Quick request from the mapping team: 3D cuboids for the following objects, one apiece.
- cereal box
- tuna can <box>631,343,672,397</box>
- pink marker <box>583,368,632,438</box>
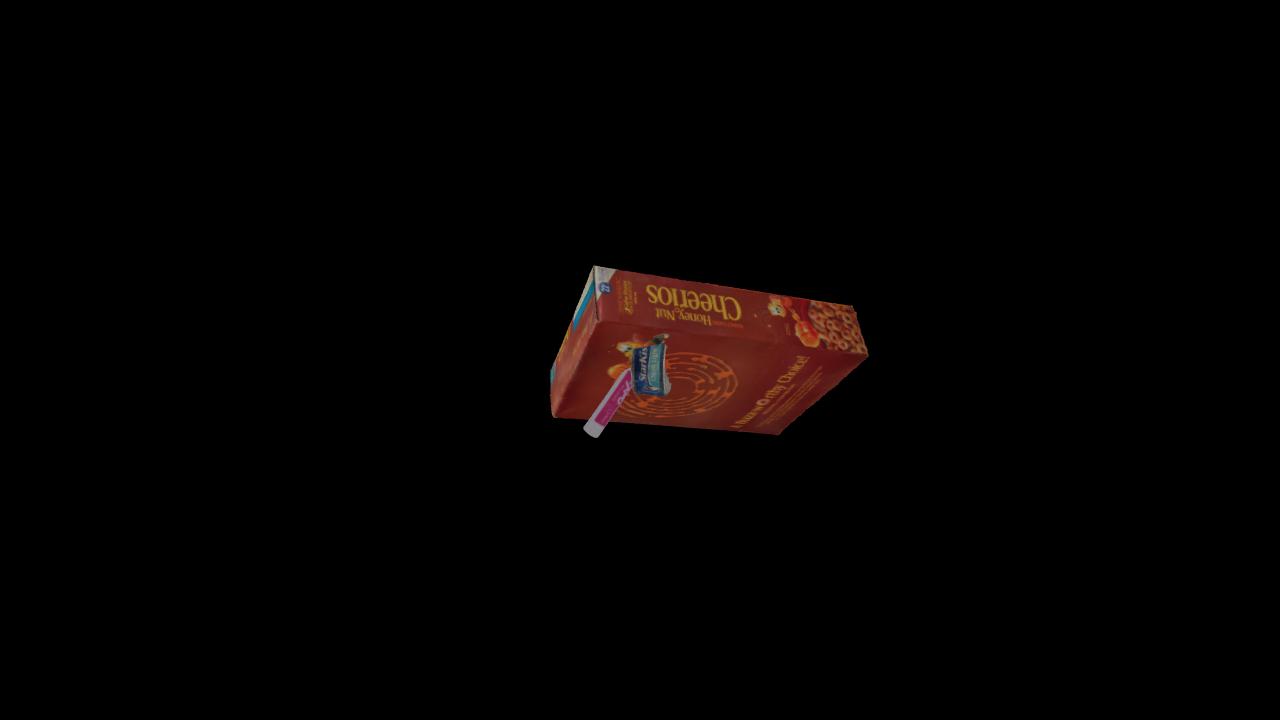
[{"bbox_3d":[0.066,0.002,0.697,0.306,0.081,0.203,7,-34,-17],"label":"cereal box"},{"bbox_3d":[0.015,-0.004,0.635,0.034,0.084,0.084,5,1,11],"label":"tuna can"},{"bbox_3d":[-0.018,0.027,0.634,0.020,0.121,0.020,34,7,-5],"label":"pink marker"}]
